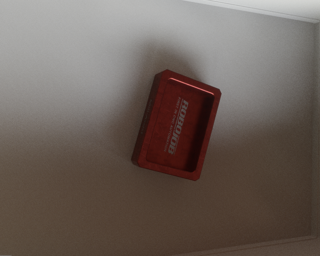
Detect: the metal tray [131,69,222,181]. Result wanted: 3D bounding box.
[{"bbox_3d":[0.023,-0.003,0.417,0.091,0.030,0.129,17,84,-20],"label":"metal tray"}]
